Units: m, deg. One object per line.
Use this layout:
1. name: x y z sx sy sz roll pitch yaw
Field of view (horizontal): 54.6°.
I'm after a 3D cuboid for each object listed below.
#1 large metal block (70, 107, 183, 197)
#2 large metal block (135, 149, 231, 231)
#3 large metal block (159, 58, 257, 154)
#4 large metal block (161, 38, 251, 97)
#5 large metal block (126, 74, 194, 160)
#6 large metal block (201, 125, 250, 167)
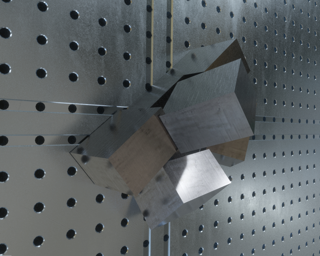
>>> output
1. large metal block: -0.037 0.022 0.340 0.080 0.080 0.050 -46 118 -30
2. large metal block: 0.026 0.076 0.385 0.081 0.080 0.050 -11 61 -39
3. large metal block: 0.056 -0.025 0.337 0.050 0.080 0.080 60 31 -23
4. large metal block: 0.062 -0.073 0.424 0.080 0.080 0.050 -47 119 -30
5. large metal block: 0.010 -0.011 0.402 0.080 0.050 0.080 -47 118 -30
6. large metal block: 0.093 0.007 0.441 0.050 0.080 0.080 15 77 3
